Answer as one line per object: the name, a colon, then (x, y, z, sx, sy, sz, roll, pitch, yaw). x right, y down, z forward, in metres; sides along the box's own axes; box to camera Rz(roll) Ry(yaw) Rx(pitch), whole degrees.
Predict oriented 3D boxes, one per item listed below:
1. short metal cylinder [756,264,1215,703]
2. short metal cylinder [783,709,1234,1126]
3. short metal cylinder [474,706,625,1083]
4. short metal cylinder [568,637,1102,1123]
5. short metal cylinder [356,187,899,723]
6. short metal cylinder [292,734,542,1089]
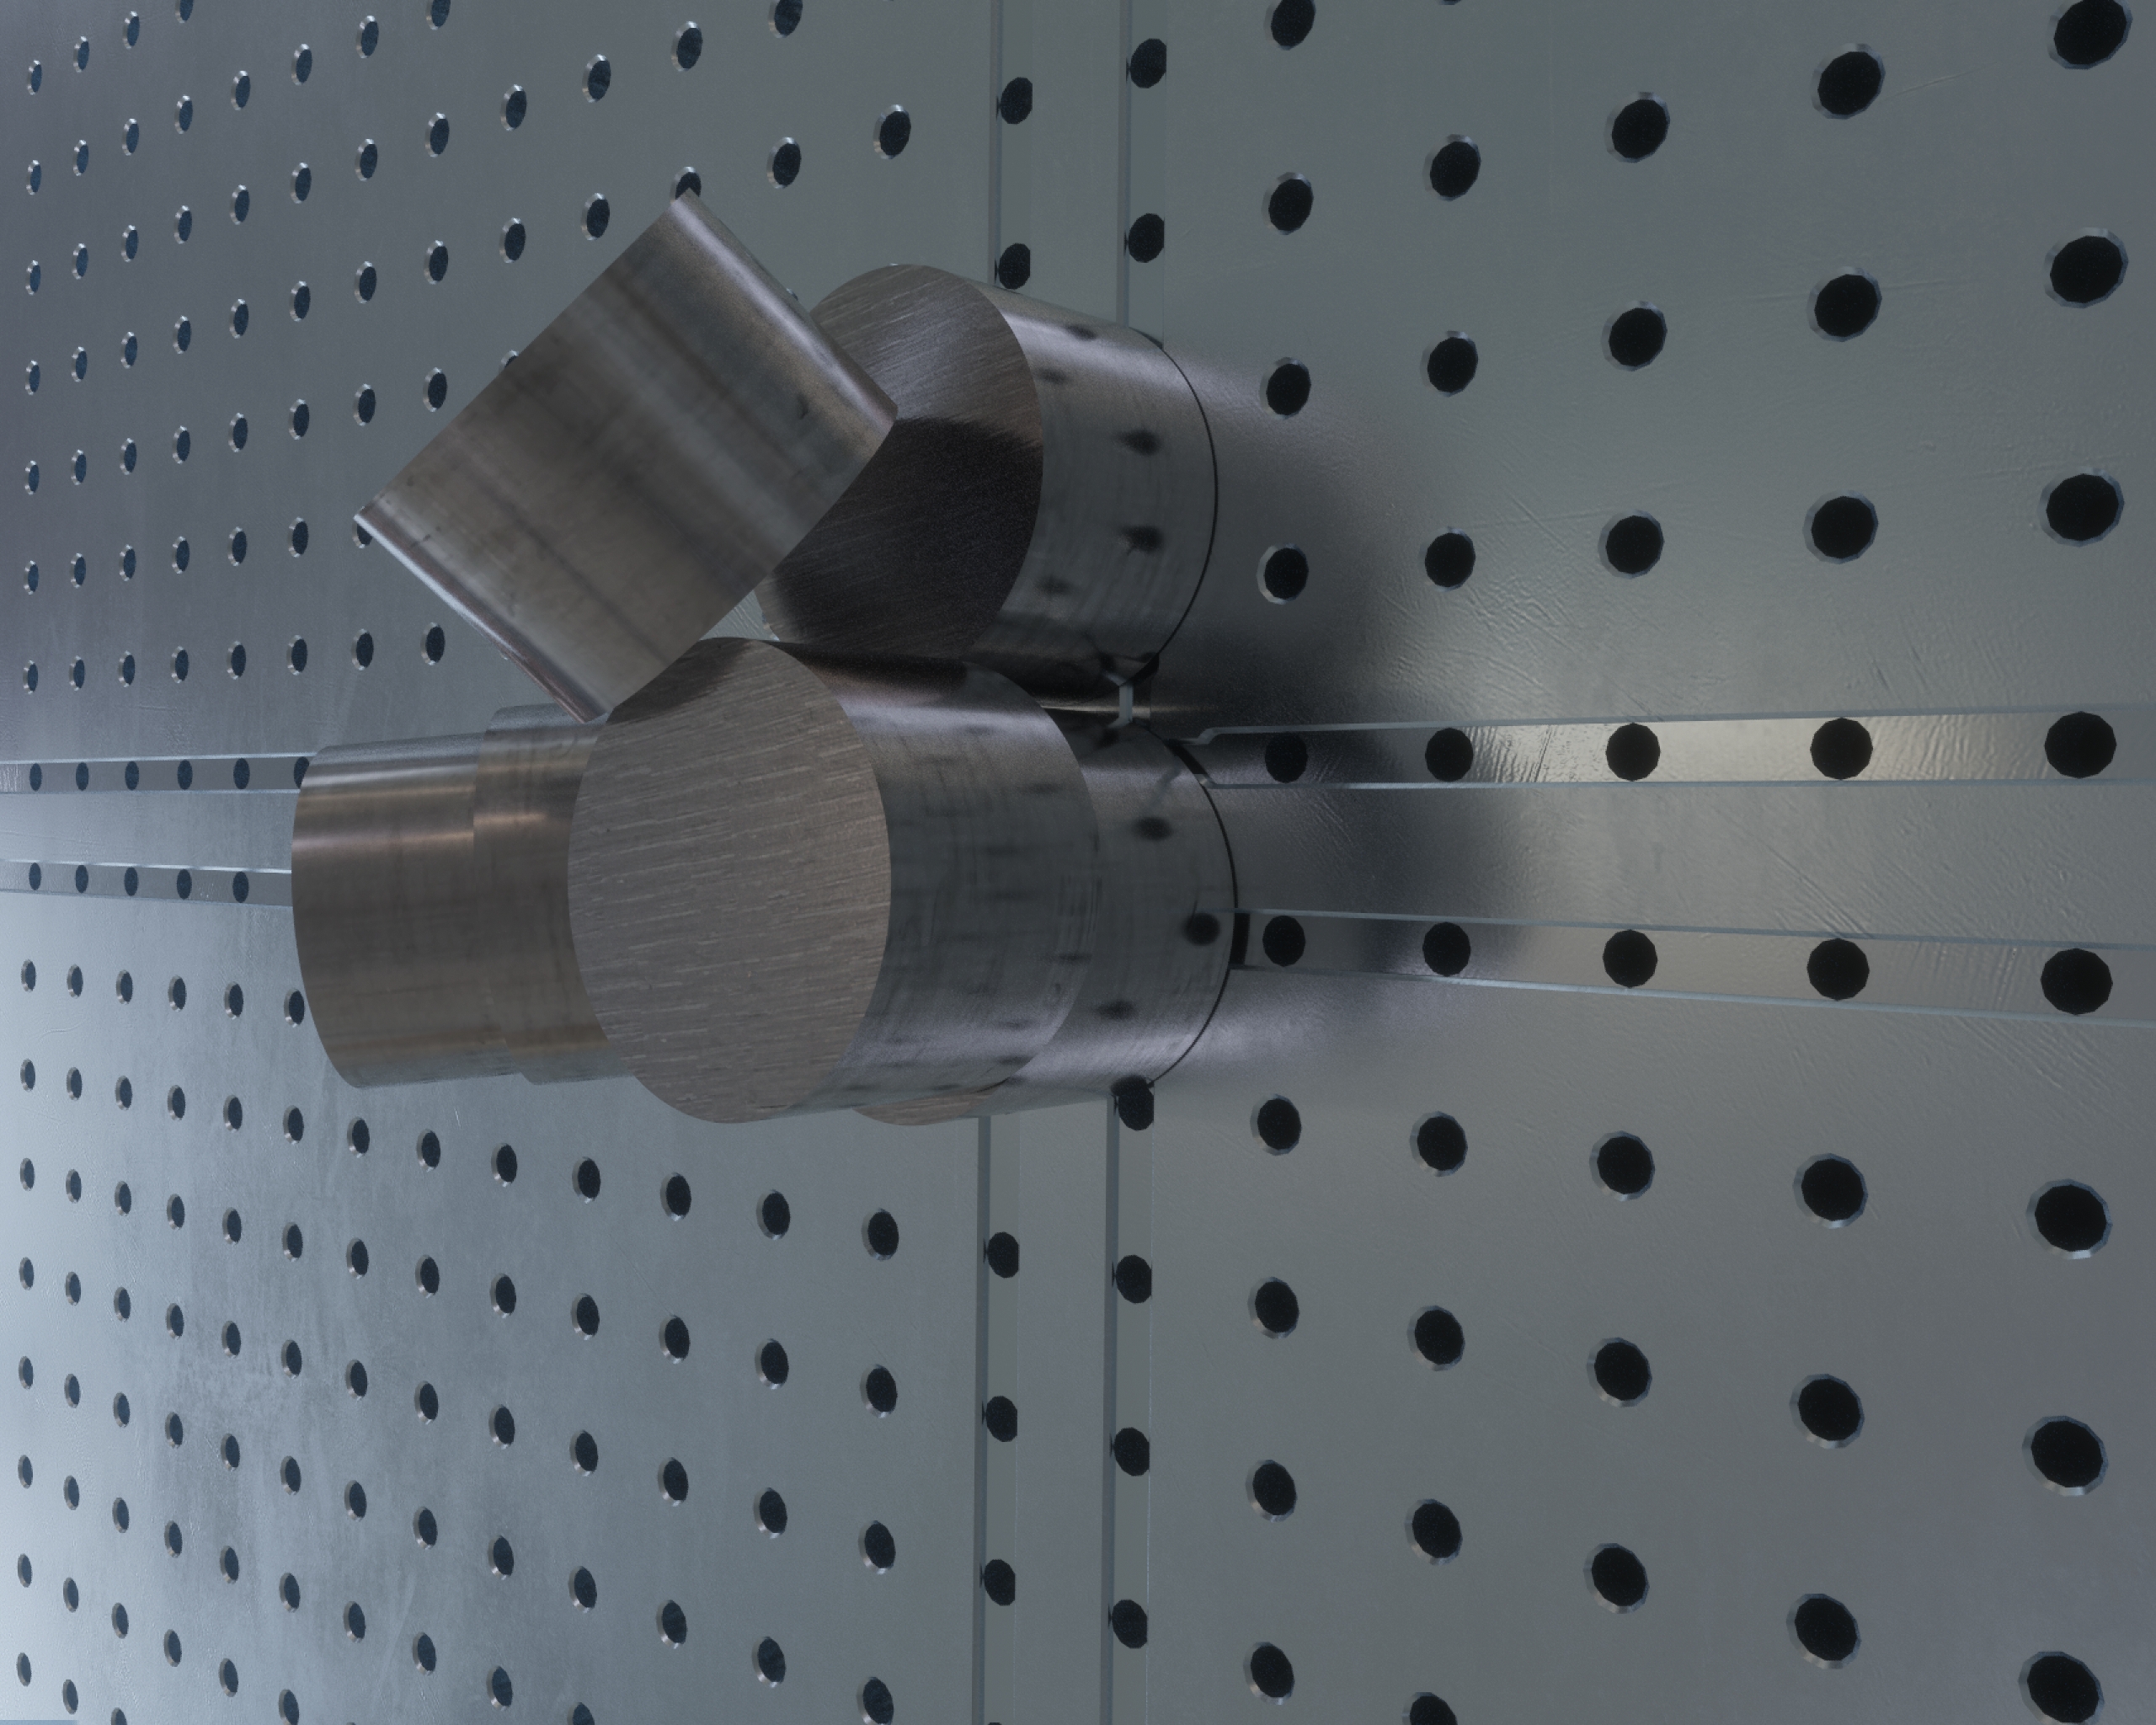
short metal cylinder: (-0.020, -0.072, 0.409, 0.080, 0.050, 0.079, 0, 90, 40)
short metal cylinder: (-0.017, 0.009, 0.406, 0.080, 0.050, 0.080, 0, 90, 40)
short metal cylinder: (-0.091, 0.005, 0.439, 0.050, 0.080, 0.080, -5, 86, -2)
short metal cylinder: (-0.043, 0.003, 0.361, 0.080, 0.050, 0.080, 0, 90, 40)
short metal cylinder: (-0.078, -0.070, 0.364, 0.080, 0.080, 0.050, -30, 115, 36)
short metal cylinder: (-0.143, 0.010, 0.483, 0.050, 0.080, 0.080, -6, 85, -2)
